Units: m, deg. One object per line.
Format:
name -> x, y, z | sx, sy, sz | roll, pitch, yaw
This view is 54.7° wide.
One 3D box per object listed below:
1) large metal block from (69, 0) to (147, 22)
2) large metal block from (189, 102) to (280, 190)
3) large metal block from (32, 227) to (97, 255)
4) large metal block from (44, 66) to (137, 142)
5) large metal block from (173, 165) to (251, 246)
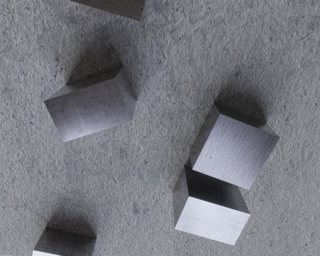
large metal block -> -0.049, -0.168, 0.334 | 0.080, 0.050, 0.079 | 15, 109, -6
large metal block -> 0.093, 0.023, 0.406 | 0.080, 0.050, 0.079 | 21, 109, -8
large metal block -> -0.148, 0.207, 0.471 | 0.080, 0.050, 0.079 | 14, 110, -5
large metal block -> -0.076, -0.032, 0.368 | 0.080, 0.080, 0.050 | -17, 109, 6
large metal block -> 0.064, 0.101, 0.418 | 0.080, 0.080, 0.050 | 18, 109, -7
